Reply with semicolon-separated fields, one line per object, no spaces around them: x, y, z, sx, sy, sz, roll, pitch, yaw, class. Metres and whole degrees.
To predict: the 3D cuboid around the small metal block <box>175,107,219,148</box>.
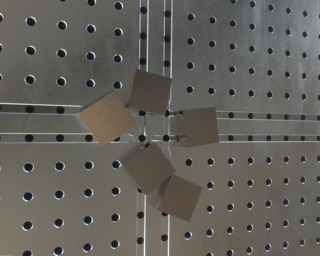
0.052;-0.001;0.433;0.050;0.025;0.050;-8;93;-20;small metal block

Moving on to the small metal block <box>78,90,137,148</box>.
-0.064;-0.012;0.384;0.050;0.025;0.050;-33;102;-2;small metal block

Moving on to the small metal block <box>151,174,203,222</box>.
0.023;0.093;0.423;0.050;0.025;0.050;26;82;-19;small metal block

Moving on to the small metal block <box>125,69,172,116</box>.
-0.016;-0.045;0.408;0.050;0.025;0.050;12;86;-20;small metal block

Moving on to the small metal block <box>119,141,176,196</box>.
-0.016;0.052;0.408;0.050;0.025;0.050;-39;103;-16;small metal block
